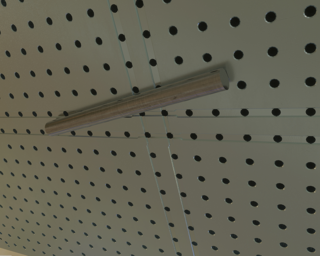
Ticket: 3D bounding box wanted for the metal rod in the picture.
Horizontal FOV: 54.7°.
[{"bbox_3d":[-0.052,-0.026,0.420,0.300,0.025,0.025,-13,112,33],"label":"metal rod"}]
